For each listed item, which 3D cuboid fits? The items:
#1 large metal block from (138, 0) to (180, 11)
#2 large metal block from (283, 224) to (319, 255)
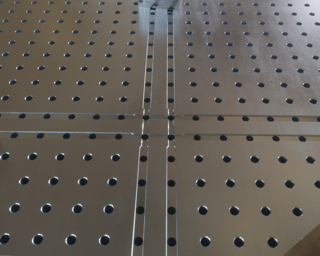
[{"bbox_3d":[0.003,-0.288,0.634,0.080,0.050,0.080,9,51,7],"label":"large metal block"},{"bbox_3d":[0.123,0.132,0.262,0.080,0.080,0.050,-28,56,-21],"label":"large metal block"}]
